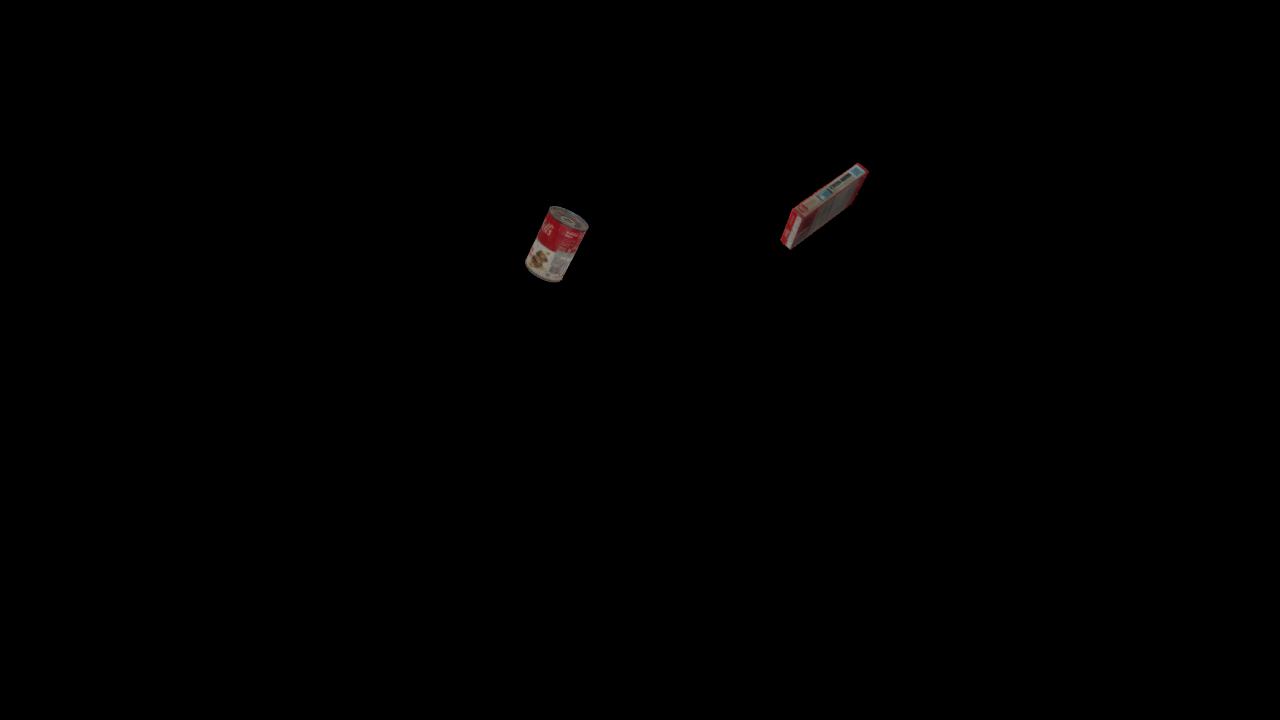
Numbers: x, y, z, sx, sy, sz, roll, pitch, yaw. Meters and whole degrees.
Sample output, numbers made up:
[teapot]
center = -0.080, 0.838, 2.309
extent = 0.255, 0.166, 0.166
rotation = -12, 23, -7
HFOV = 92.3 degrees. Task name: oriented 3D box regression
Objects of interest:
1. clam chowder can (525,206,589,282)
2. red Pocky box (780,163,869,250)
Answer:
[clam chowder can]
center = -0.133, -0.183, 0.979
extent = 0.068, 0.102, 0.068
rotation = 24, 27, -13
[red Pocky box]
center = 0.294, -0.246, 0.987
extent = 0.155, 0.028, 0.083
rotation = -36, -20, -18
